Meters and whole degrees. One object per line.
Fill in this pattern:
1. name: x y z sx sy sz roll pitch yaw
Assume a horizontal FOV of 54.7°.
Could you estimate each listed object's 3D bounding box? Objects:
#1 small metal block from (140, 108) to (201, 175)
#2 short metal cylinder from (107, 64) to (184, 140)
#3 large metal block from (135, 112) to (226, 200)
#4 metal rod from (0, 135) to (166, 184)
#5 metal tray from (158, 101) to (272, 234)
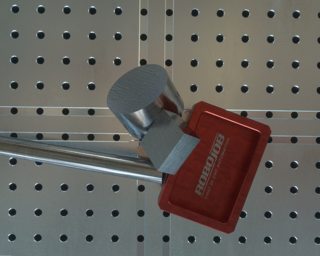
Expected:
1. small metal block: 0.010 0.015 0.341 0.025 0.050 0.050 21 111 -39
2. short metal cylinder: -0.017 -0.032 0.379 0.080 0.080 0.050 -35 133 0
3. large metal block: 0.025 0.035 0.400 0.080 0.050 0.080 -35 90 0
4. metal rod: -0.142 0.031 0.382 0.301 0.025 0.025 8 90 11
5. metal tray: 0.061 0.044 0.359 0.090 0.030 0.129 21 90 0
